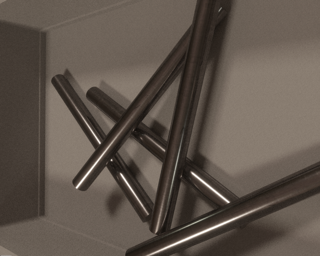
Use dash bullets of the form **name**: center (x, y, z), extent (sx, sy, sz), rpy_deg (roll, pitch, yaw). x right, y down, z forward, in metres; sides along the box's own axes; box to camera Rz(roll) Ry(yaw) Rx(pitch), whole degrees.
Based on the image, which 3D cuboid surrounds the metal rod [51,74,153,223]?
- **metal rod**: center (-0.097, 0.016, 0.484), extent (0.300, 0.025, 0.025), rpy_deg (50, 119, 27)

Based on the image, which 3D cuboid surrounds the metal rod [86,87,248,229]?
- **metal rod**: center (-0.006, 0.021, 0.410), extent (0.300, 0.025, 0.025), rpy_deg (37, 113, 33)

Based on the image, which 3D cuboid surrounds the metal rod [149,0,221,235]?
- **metal rod**: center (0.029, -0.022, 0.347), extent (0.025, 0.025, 0.298), rpy_deg (19, 102, 38)

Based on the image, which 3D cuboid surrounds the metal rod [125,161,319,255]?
- **metal rod**: center (0.082, 0.082, 0.307), extent (0.299, 0.025, 0.025), rpy_deg (-33, 70, 24)

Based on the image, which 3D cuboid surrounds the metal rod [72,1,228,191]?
- **metal rod**: center (-0.024, -0.028, 0.397), extent (0.299, 0.025, 0.025), rpy_deg (-50, 60, 18)
